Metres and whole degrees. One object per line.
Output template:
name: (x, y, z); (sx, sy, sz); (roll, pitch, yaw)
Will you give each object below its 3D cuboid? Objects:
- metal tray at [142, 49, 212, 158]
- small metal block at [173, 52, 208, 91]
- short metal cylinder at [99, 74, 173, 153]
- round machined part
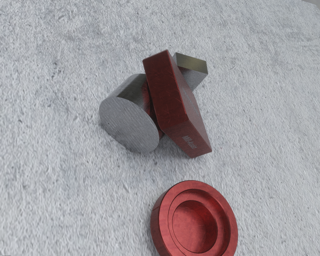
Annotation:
metal tray: (0.025, -0.023, 0.377); (0.130, 0.030, 0.090); (44, 29, -62)
small metal block: (0.035, -0.080, 0.457); (0.050, 0.050, 0.025); (10, 57, -23)
short metal cylinder: (-0.024, -0.017, 0.367); (0.080, 0.080, 0.050); (39, 51, -2)
round machined part: (0.034, 0.111, 0.345); (0.099, 0.042, 0.098); (14, 56, -21)
